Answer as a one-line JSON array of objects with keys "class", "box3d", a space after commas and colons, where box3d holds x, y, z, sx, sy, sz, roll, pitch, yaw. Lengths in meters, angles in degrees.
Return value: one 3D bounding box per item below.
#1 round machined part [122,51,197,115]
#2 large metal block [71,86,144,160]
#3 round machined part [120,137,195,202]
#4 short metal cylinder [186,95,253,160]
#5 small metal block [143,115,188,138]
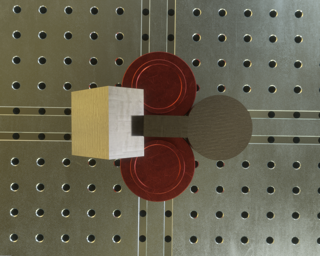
[{"class": "round machined part", "box3d": [-0.001, -0.052, 0.405, 0.099, 0.042, 0.097, 0, 90, 0]}, {"class": "large metal block", "box3d": [-0.065, -0.006, 0.380, 0.050, 0.080, 0.080, -1, 90, -45]}, {"class": "round machined part", "box3d": [-0.003, 0.048, 0.405, 0.099, 0.042, 0.097, 0, 90, 0]}, {"class": "short metal cylinder", "box3d": [0.072, -0.001, 0.400, 0.081, 0.050, 0.080, 0, 90, 0]}, {"class": "small metal block", "box3d": [0.007, -0.002, 0.379, 0.050, 0.050, 0.025, 1, 90, 0]}]
